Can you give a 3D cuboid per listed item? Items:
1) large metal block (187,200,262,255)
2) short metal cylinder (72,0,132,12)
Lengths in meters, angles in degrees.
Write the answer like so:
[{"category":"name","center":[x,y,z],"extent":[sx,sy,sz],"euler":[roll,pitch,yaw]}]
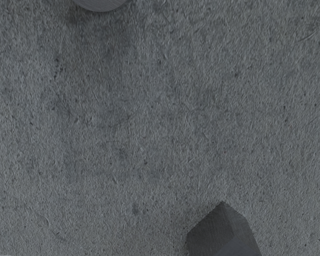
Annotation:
[{"category":"large metal block","center":[0.087,0.166,0.443],"extent":[0.050,0.080,0.080],"euler":[39,105,-13]},{"category":"short metal cylinder","center":[-0.063,-0.168,0.334],"extent":[0.081,0.050,0.079],"euler":[0,110,0]}]
